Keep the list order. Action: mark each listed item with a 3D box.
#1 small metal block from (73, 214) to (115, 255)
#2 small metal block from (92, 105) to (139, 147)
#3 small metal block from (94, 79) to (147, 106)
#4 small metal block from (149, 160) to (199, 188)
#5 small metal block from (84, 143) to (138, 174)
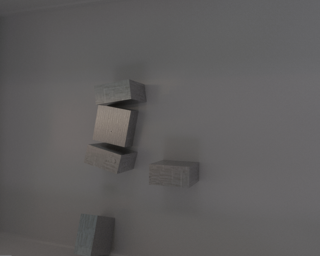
[{"bbox_3d":[-0.088,0.145,0.421,0.025,0.050,0.050,0,71,20],"label":"small metal block"},{"bbox_3d":[-0.062,-0.004,0.432,0.050,0.025,0.050,12,94,19],"label":"small metal block"},{"bbox_3d":[-0.052,-0.045,0.416,0.050,0.050,0.025,-7,88,20],"label":"small metal block"},{"bbox_3d":[0.019,0.057,0.390,0.050,0.050,0.025,1,91,20],"label":"small metal block"},{"bbox_3d":[-0.066,0.040,0.420,0.050,0.050,0.025,16,96,19],"label":"small metal block"}]
